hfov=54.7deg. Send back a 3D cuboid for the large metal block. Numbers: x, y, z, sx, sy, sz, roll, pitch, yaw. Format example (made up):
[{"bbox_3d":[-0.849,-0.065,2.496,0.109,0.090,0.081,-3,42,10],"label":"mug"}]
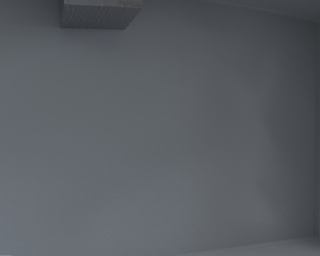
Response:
[{"bbox_3d":[-0.072,-0.150,0.354,0.081,0.080,0.050,-5,92,-20],"label":"large metal block"}]
